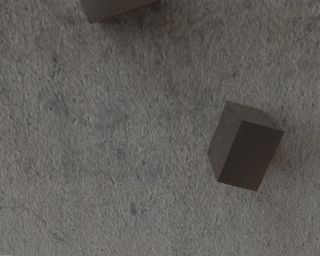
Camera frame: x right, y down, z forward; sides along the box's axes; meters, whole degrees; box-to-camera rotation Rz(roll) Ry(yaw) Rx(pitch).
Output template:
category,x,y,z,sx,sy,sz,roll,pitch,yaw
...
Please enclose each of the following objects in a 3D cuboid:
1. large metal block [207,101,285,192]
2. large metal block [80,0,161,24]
category,x,y,z,sx,sy,sz,roll,pitch,yaw
large metal block,0.102,0.020,0.389,0.050,0.080,0.079,15,109,-6
large metal block,-0.049,-0.166,0.335,0.080,0.050,0.080,-17,110,6
